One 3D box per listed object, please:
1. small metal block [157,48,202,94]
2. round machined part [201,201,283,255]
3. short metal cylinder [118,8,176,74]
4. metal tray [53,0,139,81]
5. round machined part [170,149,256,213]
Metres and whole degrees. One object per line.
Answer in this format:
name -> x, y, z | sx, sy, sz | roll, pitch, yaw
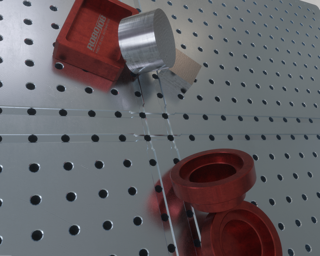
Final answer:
small metal block -> 0.031, -0.088, 0.479 | 0.050, 0.025, 0.050 | 33, 51, -7
round machined part -> 0.090, 0.138, 0.362 | 0.099, 0.042, 0.098 | 14, 56, -21
short metal cylinder -> -0.016, -0.119, 0.430 | 0.080, 0.050, 0.080 | -7, 90, -68
metal tray -> -0.086, -0.137, 0.442 | 0.091, 0.030, 0.130 | 20, 54, -16
round machined part -> 0.064, 0.064, 0.369 | 0.099, 0.098, 0.042 | -28, 111, -37
